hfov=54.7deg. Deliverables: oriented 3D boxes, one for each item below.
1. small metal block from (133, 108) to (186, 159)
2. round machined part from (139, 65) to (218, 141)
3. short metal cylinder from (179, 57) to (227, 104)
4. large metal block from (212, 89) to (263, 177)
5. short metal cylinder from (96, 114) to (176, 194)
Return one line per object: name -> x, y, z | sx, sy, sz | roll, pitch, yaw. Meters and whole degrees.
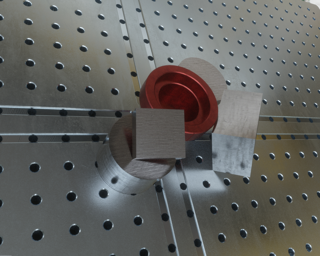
small metal block -> -0.002, 0.007, 0.322 | 0.050, 0.025, 0.050 | 1, 80, -14
round machined part -> 0.020, -0.027, 0.386 | 0.099, 0.042, 0.098 | 14, 56, -21
short metal cylinder -> 0.050, -0.056, 0.453 | 0.081, 0.050, 0.080 | 14, 56, -21
large metal block -> 0.103, 0.007, 0.416 | 0.050, 0.080, 0.080 | 9, 50, 18
short metal cylinder -> -0.027, 0.030, 0.358 | 0.081, 0.050, 0.080 | 14, 56, -21
